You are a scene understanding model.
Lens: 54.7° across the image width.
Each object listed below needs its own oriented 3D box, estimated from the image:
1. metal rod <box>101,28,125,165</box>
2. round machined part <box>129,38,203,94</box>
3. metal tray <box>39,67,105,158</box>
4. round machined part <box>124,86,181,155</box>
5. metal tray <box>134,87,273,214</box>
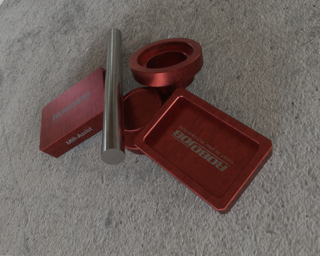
[{"bbox_3d":[-0.065,-0.068,0.438,0.025,0.025,0.300,-24,40,13],"label":"metal rod"},{"bbox_3d":[0.011,-0.083,0.426,0.098,0.042,0.098,-9,38,7],"label":"round machined part"},{"bbox_3d":[-0.123,-0.023,0.467,0.130,0.030,0.090,-30,49,19],"label":"metal tray"},{"bbox_3d":[-0.021,-0.016,0.416,0.098,0.042,0.098,-13,56,21],"label":"round machined part"},{"bbox_3d":[0.046,0.021,0.351,0.130,0.030,0.090,35,81,28],"label":"metal tray"}]
